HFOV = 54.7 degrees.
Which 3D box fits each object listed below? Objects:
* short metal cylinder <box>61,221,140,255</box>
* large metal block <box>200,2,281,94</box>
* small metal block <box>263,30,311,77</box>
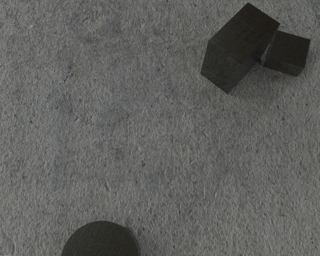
[{"bbox_3d":[-0.062,0.145,0.341,0.081,0.050,0.080,0,70,0],"label":"short metal cylinder"},{"bbox_3d":[0.105,-0.105,0.419,0.050,0.080,0.080,41,75,13],"label":"large metal block"},{"bbox_3d":[0.184,-0.108,0.450,0.050,0.025,0.050,18,71,6],"label":"small metal block"}]
